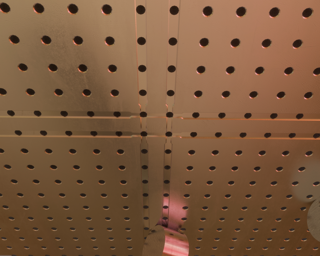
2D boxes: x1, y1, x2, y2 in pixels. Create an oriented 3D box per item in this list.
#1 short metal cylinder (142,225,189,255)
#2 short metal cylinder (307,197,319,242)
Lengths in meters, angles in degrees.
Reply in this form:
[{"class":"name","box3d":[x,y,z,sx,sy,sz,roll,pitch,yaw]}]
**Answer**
[{"class":"short metal cylinder","box3d":[0.009,0.225,0.567,0.050,0.080,0.080,26,125,-20]},{"class":"short metal cylinder","box3d":[0.295,0.156,0.511,0.050,0.080,0.080,23,126,-18]}]
